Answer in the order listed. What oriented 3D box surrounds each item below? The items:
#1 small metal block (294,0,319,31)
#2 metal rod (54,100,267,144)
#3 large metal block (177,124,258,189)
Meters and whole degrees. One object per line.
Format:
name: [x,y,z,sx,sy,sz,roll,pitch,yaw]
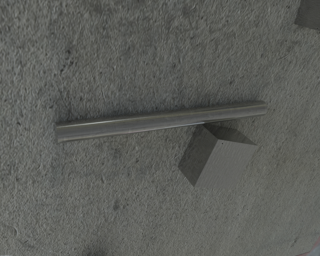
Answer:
small metal block: [0.214,-0.159,0.412,0.025,0.050,0.050,-8,122,-25]
metal rod: [0.019,-0.012,0.411,0.303,0.025,0.025,-8,122,-25]
large metal block: [0.086,0.043,0.466,0.081,0.050,0.079,10,114,-33]
